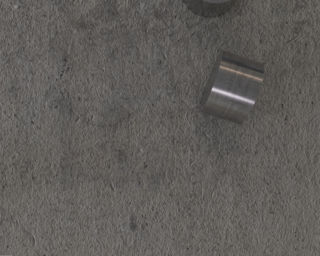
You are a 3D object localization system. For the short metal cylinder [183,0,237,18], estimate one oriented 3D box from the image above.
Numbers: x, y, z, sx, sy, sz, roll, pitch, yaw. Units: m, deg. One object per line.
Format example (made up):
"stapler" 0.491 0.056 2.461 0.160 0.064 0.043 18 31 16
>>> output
"short metal cylinder" 0.068 -0.190 0.398 0.081 0.050 0.080 0 90 0

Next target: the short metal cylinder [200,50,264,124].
"short metal cylinder" 0.087 -0.050 0.383 0.050 0.080 0.080 19 90 0
